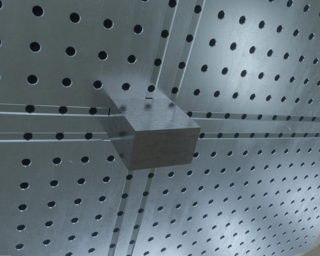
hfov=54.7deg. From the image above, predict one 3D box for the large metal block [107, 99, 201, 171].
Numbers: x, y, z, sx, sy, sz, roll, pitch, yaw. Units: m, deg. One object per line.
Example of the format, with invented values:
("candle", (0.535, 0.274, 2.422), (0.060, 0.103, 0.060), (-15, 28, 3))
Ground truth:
("large metal block", (-0.011, 0.004, 0.374), (0.081, 0.080, 0.050), (-3, 120, -28))
